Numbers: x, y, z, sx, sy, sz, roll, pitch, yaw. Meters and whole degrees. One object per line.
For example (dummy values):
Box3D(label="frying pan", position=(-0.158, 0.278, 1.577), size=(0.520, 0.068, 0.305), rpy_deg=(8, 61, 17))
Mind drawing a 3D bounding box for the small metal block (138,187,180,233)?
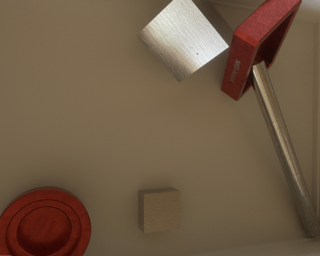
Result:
Box3D(label="small metal block", position=(-0.001, 0.108, 0.411), size=(0.050, 0.025, 0.050), rpy_deg=(0, 90, -21))

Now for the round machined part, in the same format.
Box3D(label="round machined part", position=(-0.132, 0.115, 0.353), size=(0.099, 0.042, 0.097), rpy_deg=(0, 90, -21))

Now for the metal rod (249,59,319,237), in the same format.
Box3D(label="metal rod", position=(0.188, 0.041, 0.460), size=(0.025, 0.025, 0.299), rpy_deg=(-32, 109, -17))

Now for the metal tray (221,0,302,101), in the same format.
Box3D(label="metal tray", position=(0.126, -0.102, 0.405), size=(0.030, 0.130, 0.090), rpy_deg=(40, 74, 19))

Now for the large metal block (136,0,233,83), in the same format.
Box3D(label="large metal block", position=(0.033, -0.118, 0.387), size=(0.080, 0.080, 0.050), rpy_deg=(46, 38, -15))
